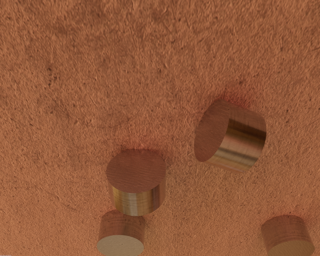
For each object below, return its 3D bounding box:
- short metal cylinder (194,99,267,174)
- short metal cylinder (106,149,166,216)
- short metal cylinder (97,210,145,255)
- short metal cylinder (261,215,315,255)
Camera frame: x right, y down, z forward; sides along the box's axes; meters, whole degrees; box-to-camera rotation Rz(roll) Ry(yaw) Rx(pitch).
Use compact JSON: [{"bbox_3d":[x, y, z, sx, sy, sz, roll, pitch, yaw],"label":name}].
[{"bbox_3d":[0.084,0.010,0.381,0.050,0.080,0.079,19,127,-16],"label":"short metal cylinder"},{"bbox_3d":[-0.032,0.075,0.434,0.081,0.080,0.050,0,130,0],"label":"short metal cylinder"},{"bbox_3d":[-0.068,0.189,0.551,0.081,0.050,0.079,0,130,0],"label":"short metal cylinder"},{"bbox_3d":[0.232,0.203,0.566,0.081,0.050,0.079,0,130,0],"label":"short metal cylinder"}]
